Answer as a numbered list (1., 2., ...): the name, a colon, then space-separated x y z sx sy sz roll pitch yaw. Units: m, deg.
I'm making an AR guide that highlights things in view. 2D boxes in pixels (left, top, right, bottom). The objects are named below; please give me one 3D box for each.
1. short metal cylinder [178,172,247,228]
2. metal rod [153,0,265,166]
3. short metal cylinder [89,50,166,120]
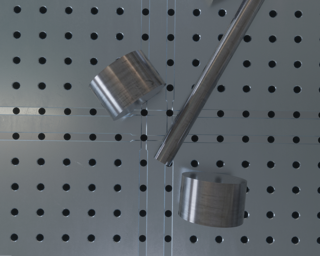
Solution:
1. short metal cylinder: 0.065 0.086 0.386 0.081 0.080 0.050 5 90 0
2. metal rod: 0.076 -0.085 0.413 0.025 0.025 0.299 30 90 0
3. short metal cylinder: -0.040 -0.052 0.385 0.080 0.080 0.050 -35 90 0
